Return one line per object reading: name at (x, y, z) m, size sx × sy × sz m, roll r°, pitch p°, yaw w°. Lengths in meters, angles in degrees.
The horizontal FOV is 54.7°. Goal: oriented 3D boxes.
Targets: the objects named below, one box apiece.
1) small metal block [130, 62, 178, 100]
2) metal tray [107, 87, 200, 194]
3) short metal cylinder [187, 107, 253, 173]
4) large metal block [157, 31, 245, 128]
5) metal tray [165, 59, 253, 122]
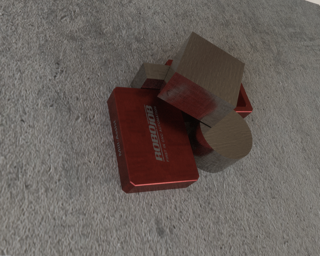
small metal block at (-0.007, -0.061, 0.423) m, size 0.050 × 0.050 × 0.025 m, roll 1°, pitch 62°, yaw -28°
metal tray at (-0.011, 0.012, 0.390) m, size 0.091 × 0.030 × 0.130 m, roll 1°, pitch 62°, yaw -28°
short metal cylinder at (0.077, 0.015, 0.421) m, size 0.081 × 0.050 × 0.080 m, roll 13°, pitch 57°, yaw -20°
large metal block at (0.053, -0.061, 0.389) m, size 0.080 × 0.050 × 0.080 m, roll 29°, pitch 52°, yaw -10°
metal tray at (0.071, -0.056, 0.474) m, size 0.131 × 0.030 × 0.090 m, roll -2°, pitch 63°, yaw -29°
